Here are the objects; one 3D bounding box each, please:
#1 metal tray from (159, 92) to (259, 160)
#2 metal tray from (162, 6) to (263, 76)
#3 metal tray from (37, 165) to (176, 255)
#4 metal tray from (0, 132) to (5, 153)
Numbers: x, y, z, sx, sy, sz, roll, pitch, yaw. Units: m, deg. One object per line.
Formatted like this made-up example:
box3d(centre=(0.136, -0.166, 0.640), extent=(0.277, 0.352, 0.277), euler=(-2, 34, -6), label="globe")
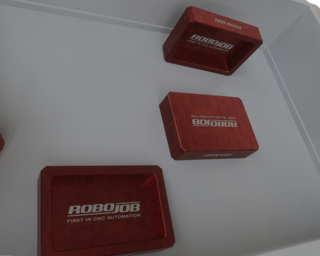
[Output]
box3d(centre=(0.070, -0.002, 0.442), extent=(0.131, 0.030, 0.090), euler=(1, 61, -28), label="metal tray")
box3d(centre=(0.081, -0.131, 0.487), extent=(0.131, 0.090, 0.030), euler=(7, 59, -25), label="metal tray")
box3d(centre=(-0.055, 0.086, 0.320), extent=(0.131, 0.030, 0.090), euler=(3, 60, -27), label="metal tray")
box3d(centre=(-0.171, 0.010, 0.237), extent=(0.030, 0.129, 0.090), euler=(17, 54, 1), label="metal tray")
